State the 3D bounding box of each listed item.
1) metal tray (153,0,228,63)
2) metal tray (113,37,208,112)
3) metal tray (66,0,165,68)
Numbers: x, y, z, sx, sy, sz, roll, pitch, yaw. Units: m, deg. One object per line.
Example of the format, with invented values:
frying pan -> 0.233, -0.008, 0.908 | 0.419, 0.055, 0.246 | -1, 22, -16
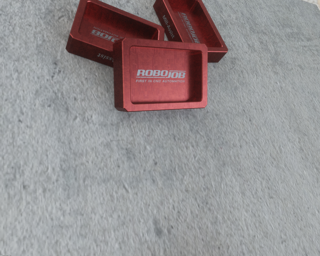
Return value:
metal tray -> 0.052, -0.174, 0.536 | 0.091, 0.030, 0.130 | -8, 66, -32
metal tray -> 0.004, -0.070, 0.417 | 0.131, 0.030, 0.089 | -5, 98, -31
metal tray -> -0.060, -0.130, 0.448 | 0.131, 0.030, 0.090 | 16, 55, -20
